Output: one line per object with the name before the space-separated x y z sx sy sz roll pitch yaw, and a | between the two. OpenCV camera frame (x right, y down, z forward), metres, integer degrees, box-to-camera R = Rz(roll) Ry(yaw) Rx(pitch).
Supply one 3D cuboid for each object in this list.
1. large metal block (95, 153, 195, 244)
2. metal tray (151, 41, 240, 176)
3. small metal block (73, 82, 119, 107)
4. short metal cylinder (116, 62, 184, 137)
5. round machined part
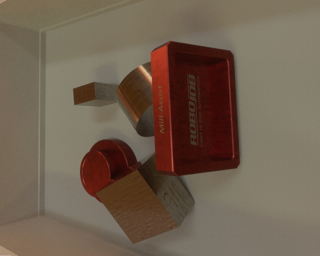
large metal block | -0.018 0.087 0.385 0.080 0.050 0.080 -33 94 34
metal tray | 0.039 -0.019 0.327 0.030 0.091 0.129 -6 86 57
small metal block | -0.094 -0.049 0.465 0.050 0.050 0.025 -9 85 39
short metal cylinder | -0.006 -0.034 0.374 0.080 0.081 0.050 -50 61 28
round machined part | -0.081 0.066 0.460 0.098 0.042 0.097 0 90 39
